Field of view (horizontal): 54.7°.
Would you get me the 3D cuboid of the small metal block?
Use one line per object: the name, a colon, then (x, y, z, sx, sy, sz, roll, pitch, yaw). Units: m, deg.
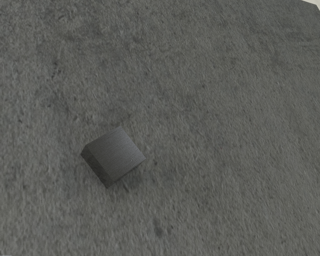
small metal block: (-0.053, 0.033, 0.356, 0.050, 0.025, 0.050, -33, 81, -38)
